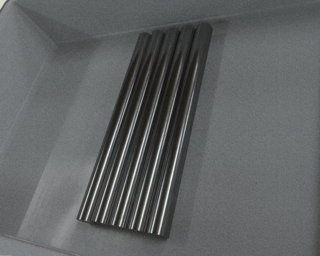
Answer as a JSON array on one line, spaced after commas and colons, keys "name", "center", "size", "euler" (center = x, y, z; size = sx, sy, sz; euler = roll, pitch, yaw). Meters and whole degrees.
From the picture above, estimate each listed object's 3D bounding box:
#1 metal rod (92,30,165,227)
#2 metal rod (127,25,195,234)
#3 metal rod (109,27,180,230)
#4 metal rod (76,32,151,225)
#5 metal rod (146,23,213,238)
[{"name": "metal rod", "center": [-0.035, -0.017, 0.433], "size": [0.025, 0.025, 0.300], "euler": [0, 62, 28]}, {"name": "metal rod", "center": [0.010, -0.016, 0.409], "size": [0.025, 0.025, 0.300], "euler": [0, 62, 28]}, {"name": "metal rod", "center": [-0.013, -0.016, 0.421], "size": [0.025, 0.025, 0.300], "euler": [0, 62, 28]}, {"name": "metal rod", "center": [-0.057, -0.016, 0.444], "size": [0.025, 0.025, 0.300], "euler": [0, 62, 28]}, {"name": "metal rod", "center": [0.032, -0.015, 0.397], "size": [0.025, 0.025, 0.300], "euler": [0, 62, 28]}]
